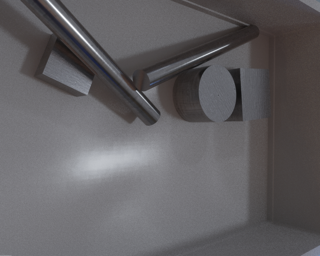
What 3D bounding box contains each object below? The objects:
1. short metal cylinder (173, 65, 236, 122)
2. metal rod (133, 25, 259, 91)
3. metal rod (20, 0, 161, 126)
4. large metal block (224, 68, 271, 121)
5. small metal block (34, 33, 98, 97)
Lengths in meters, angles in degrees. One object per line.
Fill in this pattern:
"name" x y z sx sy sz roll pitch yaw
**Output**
"short metal cylinder" 0.065 -0.048 0.447 0.081 0.050 0.079 0 90 -40
"metal rod" 0.072 -0.111 0.443 0.302 0.025 0.025 -33 111 -44
"metal rod" -0.087 -0.094 0.289 0.300 0.025 0.025 46 62 -42
"large metal block" 0.136 -0.054 0.508 0.081 0.050 0.079 -7 95 -40
"small metal block" -0.096 -0.067 0.327 0.050 0.025 0.050 27 74 -37
